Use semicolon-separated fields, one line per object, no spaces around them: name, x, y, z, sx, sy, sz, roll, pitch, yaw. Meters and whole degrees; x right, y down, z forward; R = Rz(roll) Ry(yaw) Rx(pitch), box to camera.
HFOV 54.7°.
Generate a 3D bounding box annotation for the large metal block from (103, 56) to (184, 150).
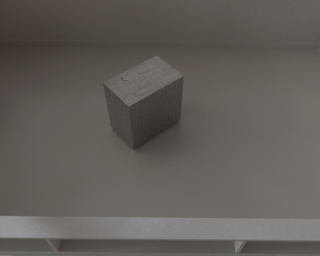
large metal block;-0.019;-0.032;0.392;0.081;0.080;0.050;-33;58;-25
